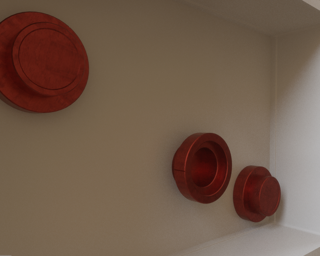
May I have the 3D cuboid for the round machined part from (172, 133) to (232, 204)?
[{"bbox_3d":[0.056,0.055,0.442,0.099,0.042,0.097,0,90,-40],"label":"round machined part"}]

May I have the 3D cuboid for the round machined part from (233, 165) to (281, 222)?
[{"bbox_3d":[0.175,0.116,0.542,0.099,0.042,0.097,0,90,-40],"label":"round machined part"}]

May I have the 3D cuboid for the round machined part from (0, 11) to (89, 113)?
[{"bbox_3d":[-0.113,-0.063,0.300,0.099,0.042,0.097,0,90,-40],"label":"round machined part"}]
